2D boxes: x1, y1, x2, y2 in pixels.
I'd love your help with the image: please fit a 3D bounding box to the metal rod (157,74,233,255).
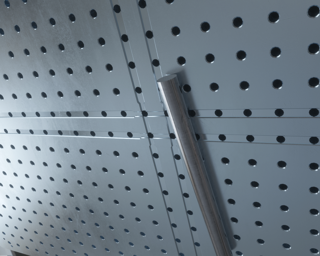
[{"bbox_3d":[0.055,0.071,0.426,0.025,0.025,0.299,-6,116,31],"label":"metal rod"}]
